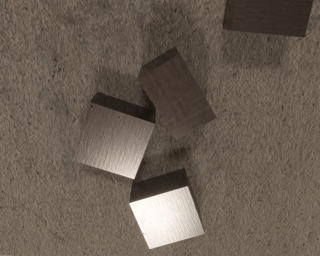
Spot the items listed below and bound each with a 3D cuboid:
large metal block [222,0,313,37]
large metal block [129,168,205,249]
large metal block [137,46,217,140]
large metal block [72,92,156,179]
[{"bbox_3d":[0.120,-0.147,0.344,0.081,0.050,0.079,5,110,-2],"label":"large metal block"},{"bbox_3d":[0.010,0.113,0.438,0.080,0.050,0.080,-18,109,6],"label":"large metal block"},{"bbox_3d":[0.019,-0.044,0.364,0.050,0.080,0.080,-30,108,10],"label":"large metal block"},{"bbox_3d":[-0.057,0.009,0.399,0.080,0.050,0.079,19,109,-7],"label":"large metal block"}]
